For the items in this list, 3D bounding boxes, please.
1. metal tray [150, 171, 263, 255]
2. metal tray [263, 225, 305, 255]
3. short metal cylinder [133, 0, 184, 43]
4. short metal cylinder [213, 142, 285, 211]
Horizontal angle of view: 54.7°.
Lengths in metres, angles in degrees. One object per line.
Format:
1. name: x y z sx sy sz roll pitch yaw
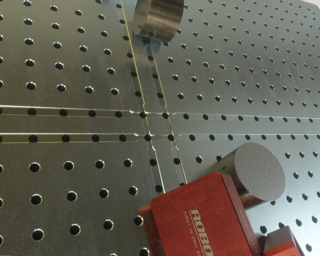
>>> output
1. metal tray: 0.050 0.121 0.318 0.030 0.090 0.130 20 47 -57
2. metal tray: 0.151 0.162 0.337 0.090 0.030 0.130 65 14 18
3. short metal cylinder: -0.004 -0.177 0.479 0.050 0.080 0.080 9 58 -23
4. short metal cylinder: 0.118 0.066 0.416 0.081 0.050 0.080 14 56 -21
